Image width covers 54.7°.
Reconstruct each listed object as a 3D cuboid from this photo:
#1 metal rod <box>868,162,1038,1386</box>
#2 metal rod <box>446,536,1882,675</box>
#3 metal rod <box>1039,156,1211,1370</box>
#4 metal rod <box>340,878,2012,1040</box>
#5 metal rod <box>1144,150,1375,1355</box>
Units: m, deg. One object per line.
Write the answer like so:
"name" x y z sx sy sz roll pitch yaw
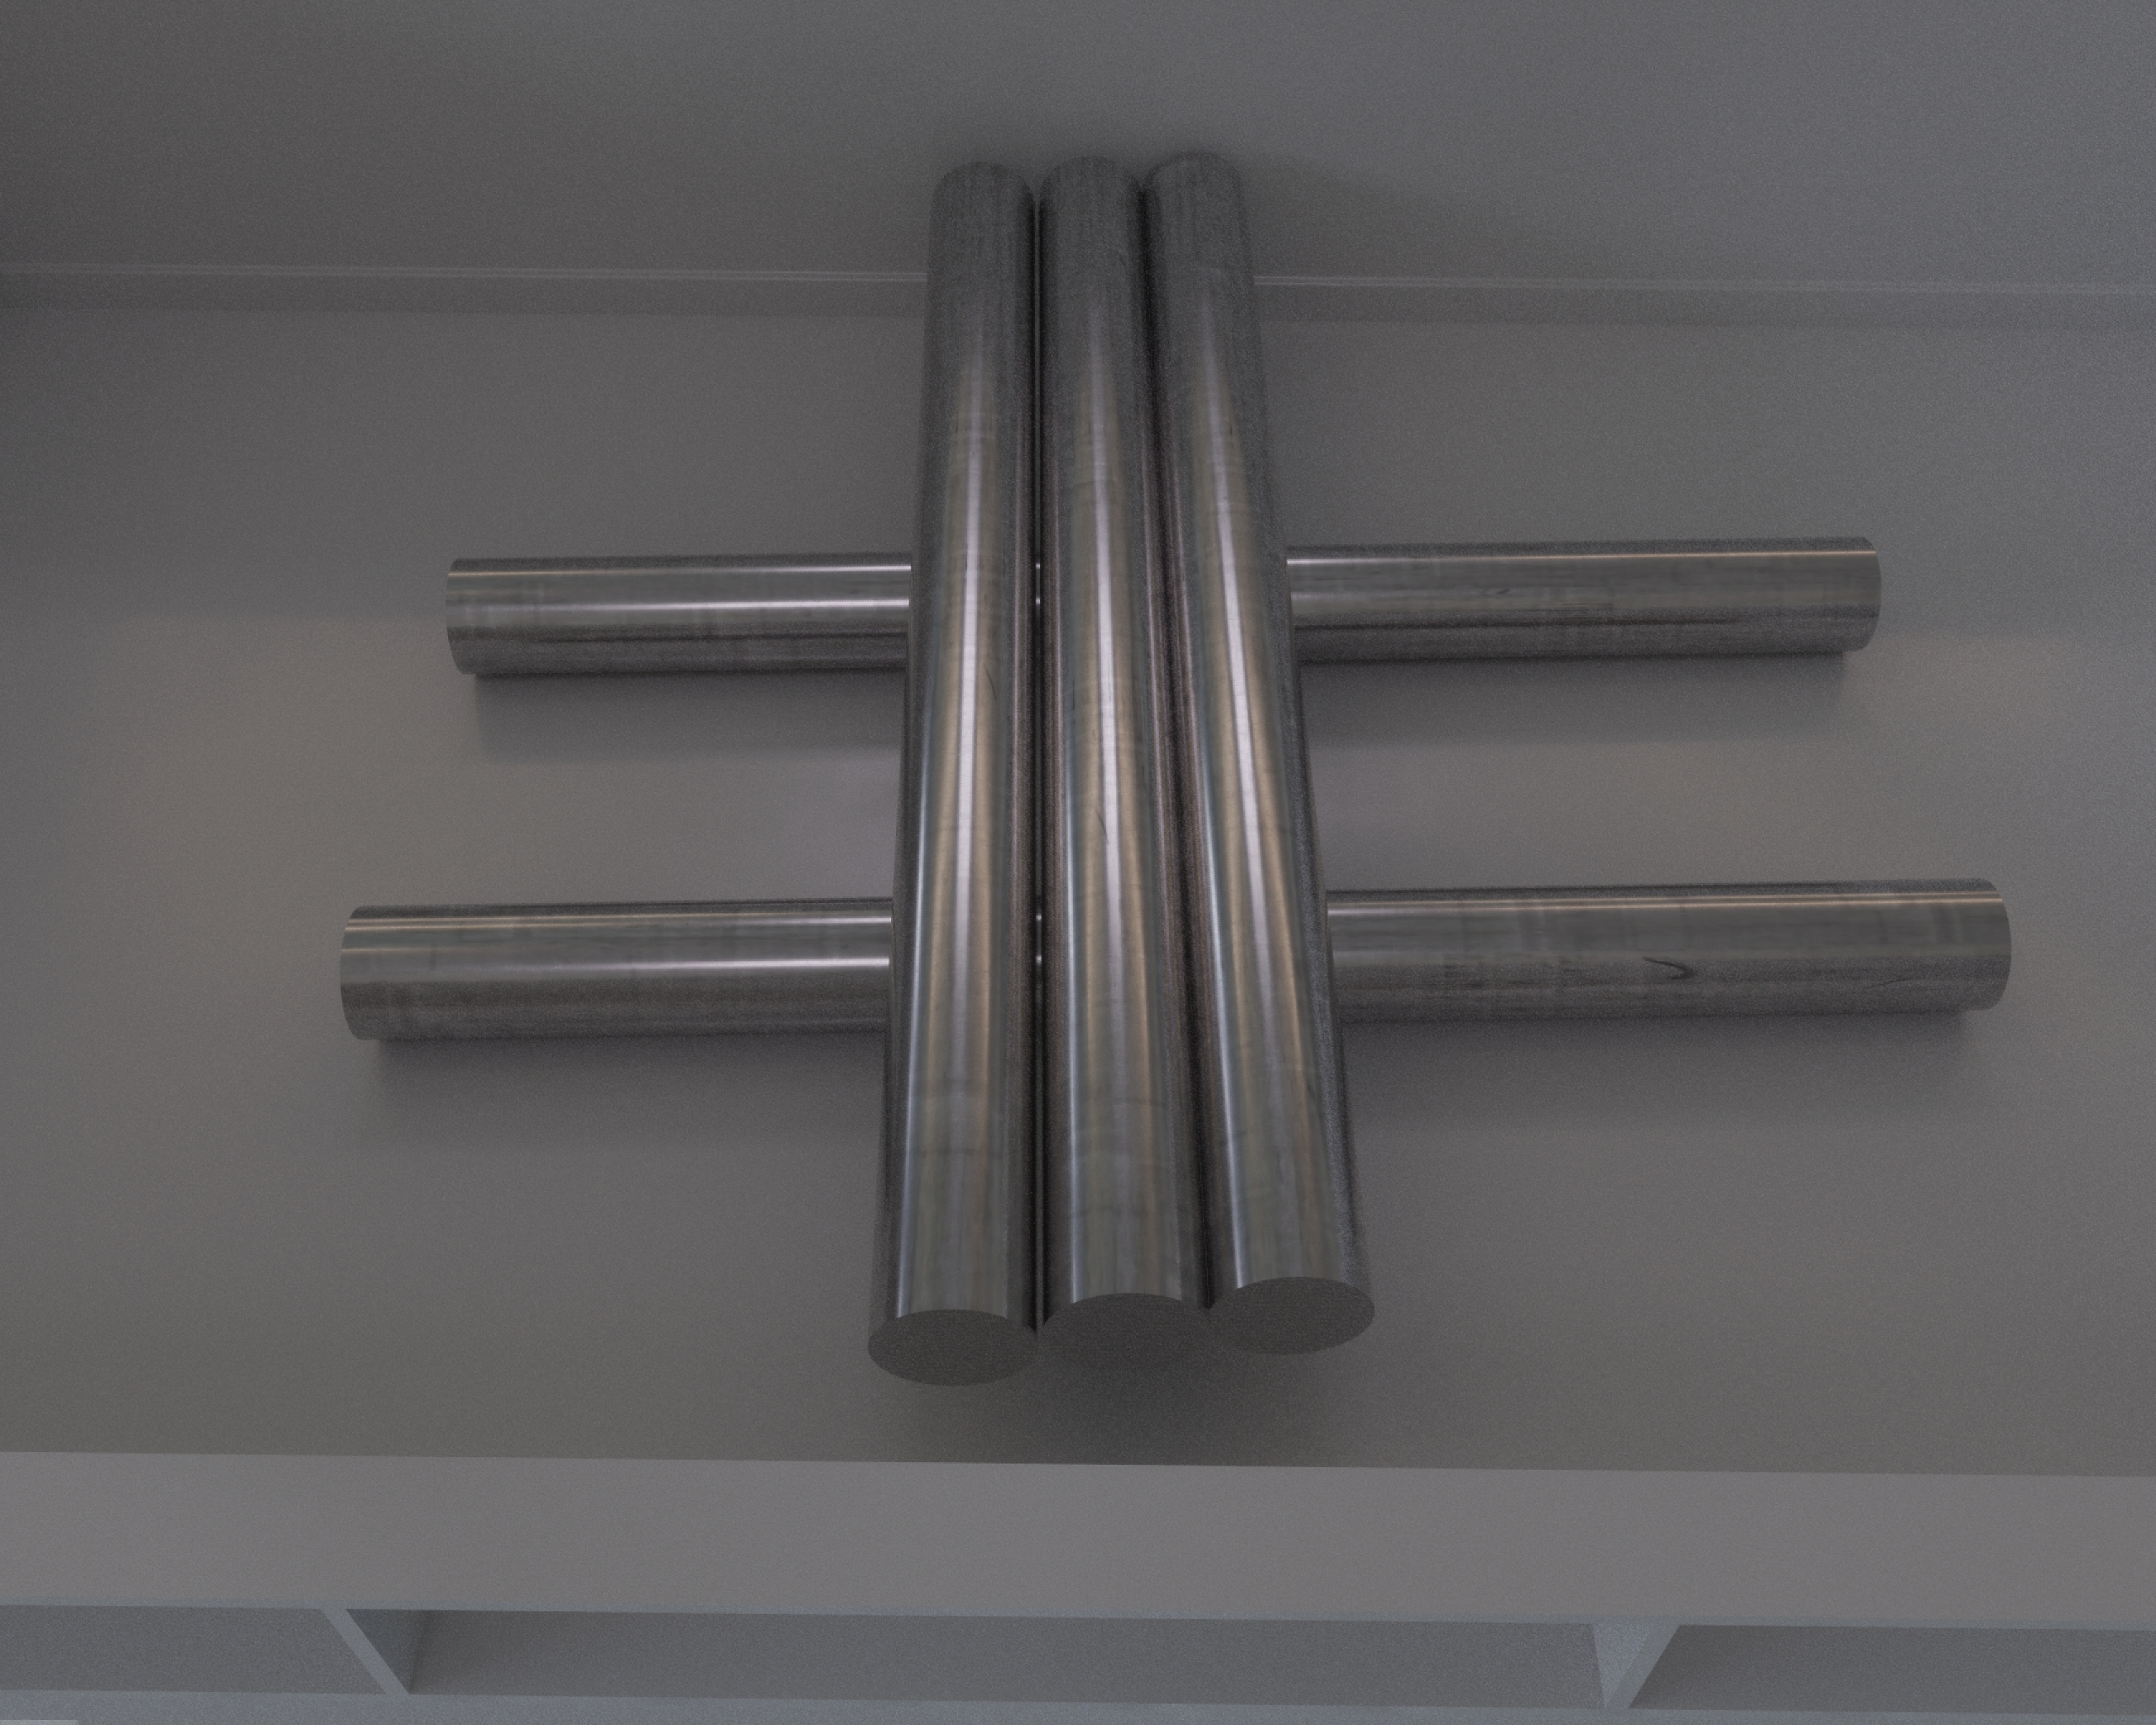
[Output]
"metal rod" -0.021 -0.043 0.405 0.025 0.025 0.300 -1 50 -1
"metal rod" 0.019 -0.056 0.450 0.302 0.025 0.025 -1 50 -1
"metal rod" 0.005 -0.045 0.407 0.025 0.025 0.300 -1 50 -1
"metal rod" 0.019 0.018 0.389 0.302 0.025 0.025 -1 50 -1
"metal rod" 0.030 -0.047 0.409 0.025 0.025 0.300 -1 50 -1
